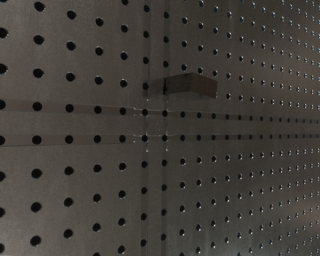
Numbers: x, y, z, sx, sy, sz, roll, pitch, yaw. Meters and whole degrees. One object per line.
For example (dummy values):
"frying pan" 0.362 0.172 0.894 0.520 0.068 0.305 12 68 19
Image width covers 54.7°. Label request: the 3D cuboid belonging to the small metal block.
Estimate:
"small metal block" 0.044 -0.056 0.432 0.050 0.050 0.025 10 84 -40
